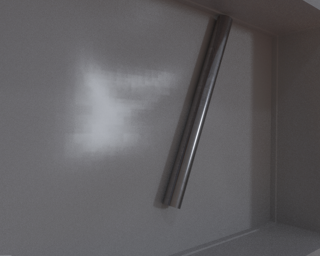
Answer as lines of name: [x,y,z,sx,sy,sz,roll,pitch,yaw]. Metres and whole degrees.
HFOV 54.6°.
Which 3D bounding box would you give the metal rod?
metal rod: [0.059,-0.033,0.454,0.025,0.025,0.299,28,73,-37]
